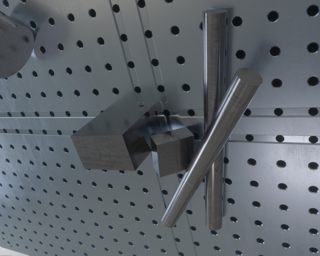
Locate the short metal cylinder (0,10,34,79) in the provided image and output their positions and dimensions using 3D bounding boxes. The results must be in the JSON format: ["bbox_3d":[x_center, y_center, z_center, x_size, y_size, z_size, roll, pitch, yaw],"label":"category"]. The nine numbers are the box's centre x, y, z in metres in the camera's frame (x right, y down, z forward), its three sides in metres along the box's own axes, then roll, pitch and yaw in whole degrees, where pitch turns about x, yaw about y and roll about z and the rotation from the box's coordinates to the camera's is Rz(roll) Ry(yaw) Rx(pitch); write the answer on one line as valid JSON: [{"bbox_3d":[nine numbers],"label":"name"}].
[{"bbox_3d":[-0.221,-0.115,0.421,0.050,0.080,0.079,33,129,6],"label":"short metal cylinder"}]

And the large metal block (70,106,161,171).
[{"bbox_3d":[-0.055,0.012,0.412,0.080,0.080,0.050,-2,117,29],"label":"large metal block"}]

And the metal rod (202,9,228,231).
[{"bbox_3d":[0.067,0.012,0.383,0.025,0.025,0.298,9,122,23],"label":"metal rod"}]

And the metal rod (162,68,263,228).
[{"bbox_3d":[0.048,0.051,0.388,0.025,0.025,0.298,29,137,9],"label":"metal rod"}]

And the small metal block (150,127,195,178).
[{"bbox_3d":[0.017,0.031,0.403,0.050,0.025,0.050,-14,121,-16],"label":"small metal block"}]
